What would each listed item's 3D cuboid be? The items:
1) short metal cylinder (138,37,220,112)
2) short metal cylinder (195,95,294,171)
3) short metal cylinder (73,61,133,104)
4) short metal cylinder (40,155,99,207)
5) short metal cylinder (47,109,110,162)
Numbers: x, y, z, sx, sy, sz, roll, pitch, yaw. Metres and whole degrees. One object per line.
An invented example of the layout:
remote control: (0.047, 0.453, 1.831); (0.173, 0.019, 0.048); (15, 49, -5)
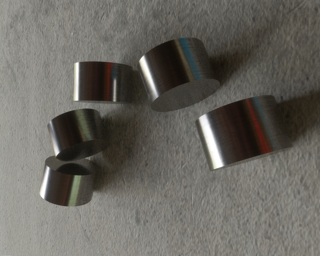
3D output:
short metal cylinder: (0.021, -0.058, 0.351); (0.080, 0.081, 0.050); (-29, 72, 36)
short metal cylinder: (0.080, 0.007, 0.302); (0.080, 0.081, 0.050); (-25, 75, 37)
short metal cylinder: (-0.079, -0.061, 0.432); (0.080, 0.081, 0.050); (3, 92, 39)
short metal cylinder: (-0.141, 0.080, 0.483); (0.080, 0.081, 0.050); (23, 105, 37)
short metal cylinder: (-0.122, 0.012, 0.467); (0.080, 0.081, 0.050); (-33, 70, 35)
